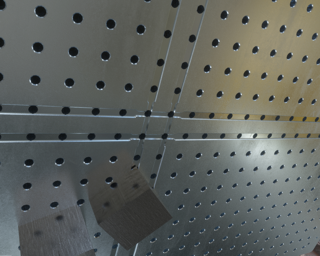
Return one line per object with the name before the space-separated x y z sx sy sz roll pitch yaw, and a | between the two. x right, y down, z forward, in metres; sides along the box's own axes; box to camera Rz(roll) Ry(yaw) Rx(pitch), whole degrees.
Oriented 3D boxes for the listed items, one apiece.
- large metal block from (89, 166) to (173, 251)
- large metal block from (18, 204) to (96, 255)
large metal block | -0.041 0.116 0.444 0.080 0.050 0.080 -35 129 -5
large metal block | -0.130 0.157 0.401 0.081 0.080 0.050 -18 126 -18
